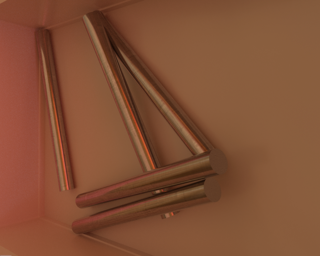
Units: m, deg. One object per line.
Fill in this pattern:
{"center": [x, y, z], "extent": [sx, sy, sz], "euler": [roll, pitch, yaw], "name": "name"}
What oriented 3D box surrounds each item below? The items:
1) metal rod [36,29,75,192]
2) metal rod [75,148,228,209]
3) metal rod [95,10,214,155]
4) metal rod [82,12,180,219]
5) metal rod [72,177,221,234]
{"center": [-0.191, -0.036, 0.561], "extent": [0.025, 0.025, 0.298], "euler": [-20, 78, 38], "name": "metal rod"}
{"center": [-0.036, 0.076, 0.400], "extent": [0.299, 0.025, 0.025], "euler": [-26, 74, 47], "name": "metal rod"}
{"center": [-0.020, -0.066, 0.420], "extent": [0.025, 0.025, 0.300], "euler": [-52, 60, 27], "name": "metal rod"}
{"center": [-0.043, -0.024, 0.421], "extent": [0.025, 0.025, 0.299], "euler": [-30, 77, 35], "name": "metal rod"}
{"center": [-0.042, 0.113, 0.412], "extent": [0.299, 0.025, 0.025], "euler": [-29, 72, 44], "name": "metal rod"}
